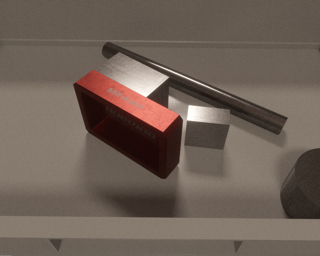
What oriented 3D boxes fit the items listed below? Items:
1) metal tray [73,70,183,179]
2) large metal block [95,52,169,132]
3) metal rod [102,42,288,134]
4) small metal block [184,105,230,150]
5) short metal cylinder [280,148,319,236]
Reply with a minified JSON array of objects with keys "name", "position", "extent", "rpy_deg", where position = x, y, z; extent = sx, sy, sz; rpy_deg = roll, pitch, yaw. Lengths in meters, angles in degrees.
[{"name":"metal tray","position":[-0.037,-0.004,0.365],"extent":[0.130,0.089,0.030],"rpy_deg":[29,56,22]},{"name":"large metal block","position":[-0.036,-0.039,0.401],"extent":[0.080,0.080,0.050],"rpy_deg":[31,56,23]},{"name":"metal rod","position":[0.038,-0.066,0.461],"extent":[0.301,0.025,0.025],"rpy_deg":[27,55,20]},{"name":"small metal block","position":[0.058,0.000,0.390],"extent":[0.050,0.050,0.025],"rpy_deg":[6,51,5]},{"name":"short metal cylinder","position":[0.178,0.068,0.334],"extent":[0.081,0.050,0.080],"rpy_deg":[0,50,0]}]
